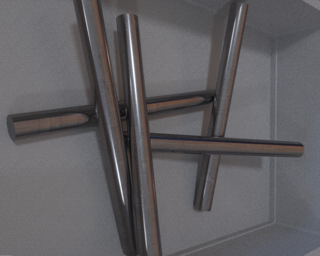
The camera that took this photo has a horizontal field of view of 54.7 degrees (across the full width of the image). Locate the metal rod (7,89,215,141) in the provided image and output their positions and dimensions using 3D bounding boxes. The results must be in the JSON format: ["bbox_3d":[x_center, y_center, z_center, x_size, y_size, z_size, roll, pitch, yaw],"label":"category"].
[{"bbox_3d":[-0.025,-0.024,0.385,0.302,0.025,0.025,-12,98,-39],"label":"metal rod"}]

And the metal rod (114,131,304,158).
[{"bbox_3d":[0.081,0.025,0.425,0.302,0.025,0.025,4,88,-25],"label":"metal rod"}]

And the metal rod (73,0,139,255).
[{"bbox_3d":[-0.051,0.009,0.333,0.025,0.025,0.298,-22,113,-38],"label":"metal rod"}]

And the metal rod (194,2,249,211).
[{"bbox_3d":[0.088,-0.027,0.449,0.025,0.025,0.298,6,96,-40],"label":"metal rod"}]

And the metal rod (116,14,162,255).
[{"bbox_3d":[-0.022,0.023,0.347,0.025,0.025,0.298,-4,87,-40],"label":"metal rod"}]
